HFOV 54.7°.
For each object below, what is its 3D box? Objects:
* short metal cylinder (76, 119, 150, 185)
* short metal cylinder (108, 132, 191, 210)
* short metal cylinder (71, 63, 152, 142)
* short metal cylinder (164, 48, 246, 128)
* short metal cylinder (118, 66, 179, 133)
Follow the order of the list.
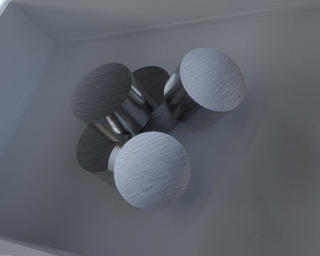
[{"bbox_3d":[-0.059,0.029,0.400,0.080,0.050,0.080,-13,56,20],"label":"short metal cylinder"},{"bbox_3d":[-0.013,0.044,0.338,0.080,0.080,0.050,-55,12,-11],"label":"short metal cylinder"},{"bbox_3d":[-0.056,-0.030,0.368,0.080,0.050,0.080,-13,56,20],"label":"short metal cylinder"},{"bbox_3d":[0.051,-0.046,0.361,0.081,0.050,0.080,8,66,-17],"label":"short metal cylinder"},{"bbox_3d":[-0.013,-0.036,0.414,0.080,0.050,0.080,-13,56,20],"label":"short metal cylinder"}]
